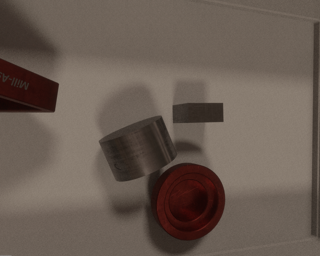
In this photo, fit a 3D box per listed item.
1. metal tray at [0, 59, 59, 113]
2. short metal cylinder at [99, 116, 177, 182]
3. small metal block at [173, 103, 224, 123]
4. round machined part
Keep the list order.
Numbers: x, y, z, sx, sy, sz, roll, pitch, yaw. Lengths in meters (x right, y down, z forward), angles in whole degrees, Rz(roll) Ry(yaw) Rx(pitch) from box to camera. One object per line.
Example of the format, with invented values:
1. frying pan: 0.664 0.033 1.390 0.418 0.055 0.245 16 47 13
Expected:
1. metal tray: -0.170 -0.042 0.277 0.130 0.090 0.030 23 71 -64
2. short metal cylinder: -0.026 0.023 0.373 0.081 0.080 0.050 -25 99 -19
3. small metal block: 0.050 -0.020 0.417 0.050 0.050 0.025 -2 91 -20
4. round machined part: 0.034 0.095 0.415 0.099 0.042 0.097 0 90 -21
